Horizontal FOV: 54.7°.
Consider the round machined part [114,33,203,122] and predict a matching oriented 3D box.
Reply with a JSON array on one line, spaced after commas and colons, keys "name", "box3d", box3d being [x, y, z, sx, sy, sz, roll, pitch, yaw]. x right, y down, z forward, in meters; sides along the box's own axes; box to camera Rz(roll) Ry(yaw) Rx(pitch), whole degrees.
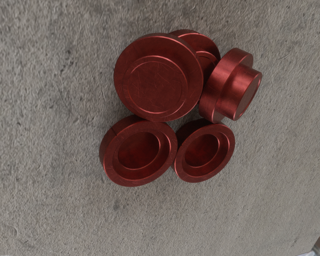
[{"name": "round machined part", "box3d": [-0.003, -0.050, 0.336, 0.099, 0.042, 0.097, 3, 117, 7]}]

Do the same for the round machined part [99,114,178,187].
[{"name": "round machined part", "box3d": [-0.030, 0.024, 0.397, 0.099, 0.042, 0.097, -14, 125, -21]}]

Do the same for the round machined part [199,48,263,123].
[{"name": "round machined part", "box3d": [0.094, -0.048, 0.393, 0.098, 0.042, 0.097, -46, 155, -28]}]

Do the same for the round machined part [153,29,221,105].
[{"name": "round machined part", "box3d": [0.034, -0.066, 0.376, 0.099, 0.042, 0.097, -14, 125, -21]}]

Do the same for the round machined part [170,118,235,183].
[{"name": "round machined part", "box3d": [0.055, 0.027, 0.446, 0.099, 0.042, 0.097, -14, 125, -21]}]
